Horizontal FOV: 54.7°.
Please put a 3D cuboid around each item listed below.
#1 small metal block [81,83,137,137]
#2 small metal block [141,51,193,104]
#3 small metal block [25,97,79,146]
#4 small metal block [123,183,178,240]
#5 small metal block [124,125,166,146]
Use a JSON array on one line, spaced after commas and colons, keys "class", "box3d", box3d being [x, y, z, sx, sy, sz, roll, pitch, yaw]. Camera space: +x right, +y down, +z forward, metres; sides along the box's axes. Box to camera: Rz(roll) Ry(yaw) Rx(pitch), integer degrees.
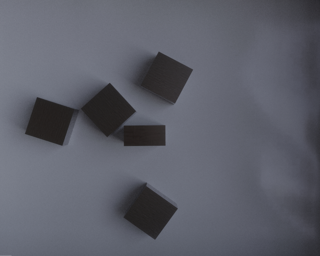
[{"class": "small metal block", "box3d": [-0.066, -0.023, 0.411, 0.050, 0.025, 0.050, -42, 91, 0]}, {"class": "small metal block", "box3d": [0.009, -0.065, 0.412, 0.050, 0.025, 0.050, 28, 90, -1]}, {"class": "small metal block", "box3d": [-0.142, -0.008, 0.410, 0.050, 0.025, 0.050, 18, 90, -1]}, {"class": "small metal block", "box3d": [-0.012, 0.109, 0.411, 0.050, 0.025, 0.050, 36, 90, -1]}, {"class": "small metal block", "box3d": [-0.019, 0.009, 0.399, 0.050, 0.050, 0.025, -1, 90, -1]}]
